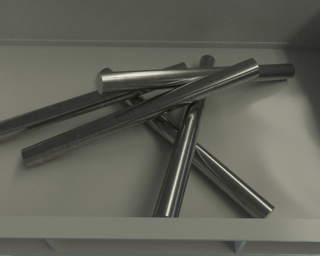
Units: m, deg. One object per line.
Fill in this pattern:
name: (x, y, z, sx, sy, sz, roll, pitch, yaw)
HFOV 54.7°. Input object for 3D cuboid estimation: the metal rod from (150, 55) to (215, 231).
metal rod: (0.040, -0.011, 0.385, 0.025, 0.025, 0.301, 11, 42, 9)

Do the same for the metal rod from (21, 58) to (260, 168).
metal rod: (-0.021, -0.020, 0.381, 0.302, 0.025, 0.025, -22, 53, -3)

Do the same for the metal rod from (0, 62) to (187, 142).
metal rod: (-0.106, -0.029, 0.405, 0.302, 0.025, 0.025, -19, 53, -8)

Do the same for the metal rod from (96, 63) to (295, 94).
metal rod: (0.066, -0.069, 0.416, 0.303, 0.025, 0.025, -8, 49, -26)

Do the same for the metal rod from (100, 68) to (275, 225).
metal rod: (0.015, 0.006, 0.399, 0.025, 0.025, 0.300, -34, 58, -25)
